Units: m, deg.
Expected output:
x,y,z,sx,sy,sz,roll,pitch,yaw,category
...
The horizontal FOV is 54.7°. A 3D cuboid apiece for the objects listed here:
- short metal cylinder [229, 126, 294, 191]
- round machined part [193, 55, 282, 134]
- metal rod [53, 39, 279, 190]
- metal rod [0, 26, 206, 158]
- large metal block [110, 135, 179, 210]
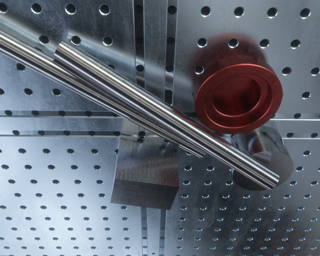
x,y,z,sx,sy,sz,roll,pitch,yaw,category
0.138,0.043,0.434,0.081,0.050,0.079,0,130,0,short metal cylinder
0.088,-0.042,0.366,0.099,0.042,0.097,-1,130,0,round machined part
0.017,-0.009,0.366,0.301,0.025,0.025,31,124,-11,metal rod
-0.061,-0.035,0.380,0.301,0.025,0.025,28,124,-23,metal rod
-0.021,0.060,0.427,0.081,0.080,0.050,9,130,-8,large metal block
